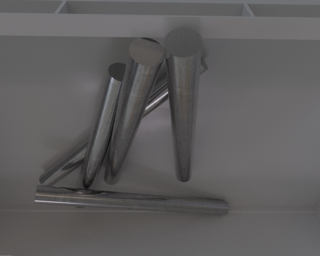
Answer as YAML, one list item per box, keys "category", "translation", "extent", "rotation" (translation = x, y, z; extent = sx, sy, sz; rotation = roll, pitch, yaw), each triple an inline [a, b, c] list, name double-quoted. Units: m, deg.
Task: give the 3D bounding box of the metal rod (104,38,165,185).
- category: "metal rod"
  translation: [-0.041, 0.011, 0.344]
  extent: [0.025, 0.025, 0.299]
  rotation: [10, 153, -9]

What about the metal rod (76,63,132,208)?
- category: "metal rod"
  translation: [-0.083, 0.034, 0.399]
  extent: [0.025, 0.025, 0.298]
  rotation: [15, 140, -12]

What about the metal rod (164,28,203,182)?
- category: "metal rod"
  translation: [0.026, 0.007, 0.337]
  extent: [0.025, 0.025, 0.299]
  rotation: [-4, 155, 3]

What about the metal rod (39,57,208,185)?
- category: "metal rod"
  translation: [-0.064, 0.003, 0.410]
  extent: [0.299, 0.025, 0.025]
  rotation: [-35, 122, 26]

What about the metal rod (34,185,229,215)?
- category: "metal rod"
  translation: [-0.029, 0.113, 0.472]
  extent: [0.302, 0.025, 0.025]
  rotation: [10, 130, -21]
